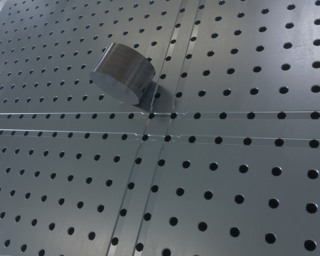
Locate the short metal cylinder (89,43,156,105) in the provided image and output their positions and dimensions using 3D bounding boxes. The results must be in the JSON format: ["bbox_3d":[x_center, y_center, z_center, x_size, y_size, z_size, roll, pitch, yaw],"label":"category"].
[{"bbox_3d":[-0.054,-0.077,0.449,0.080,0.080,0.050,17,71,35],"label":"short metal cylinder"}]
